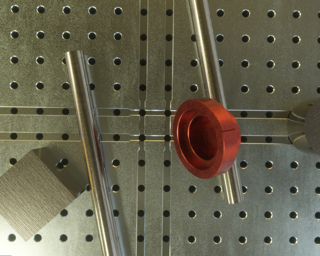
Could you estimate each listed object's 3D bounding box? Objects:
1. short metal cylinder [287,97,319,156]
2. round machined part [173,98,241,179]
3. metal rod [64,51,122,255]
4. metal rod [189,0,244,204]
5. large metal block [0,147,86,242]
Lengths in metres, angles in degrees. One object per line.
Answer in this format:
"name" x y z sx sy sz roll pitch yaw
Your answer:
"short metal cylinder" 0.216 -0.001 0.404 0.081 0.050 0.079 0 90 -1
"round machined part" 0.061 0.011 0.385 0.042 0.098 0.097 -11 90 -31
"metal rod" -0.087 0.047 0.412 0.025 0.025 0.298 -11 90 0
"metal rod" 0.073 -0.049 0.414 0.025 0.025 0.298 -10 90 0
"large metal block" -0.159 0.082 0.399 0.080 0.050 0.080 -42 91 0
